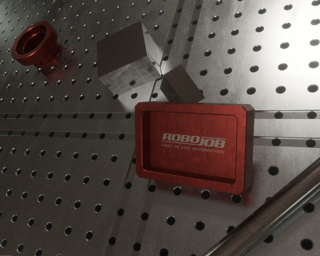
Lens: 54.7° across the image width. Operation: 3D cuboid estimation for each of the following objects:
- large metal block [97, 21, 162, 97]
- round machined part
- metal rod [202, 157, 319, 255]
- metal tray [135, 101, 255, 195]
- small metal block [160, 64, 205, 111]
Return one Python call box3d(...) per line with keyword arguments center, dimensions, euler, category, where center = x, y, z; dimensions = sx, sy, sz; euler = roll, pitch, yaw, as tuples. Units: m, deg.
box3d(center=(-0.049, -0.107, 0.482), dimensions=(0.080, 0.050, 0.080), euler=(-21, 54, 15), category="large metal block")
box3d(center=(-0.245, -0.163, 0.623), dimensions=(0.098, 0.042, 0.098), euler=(-13, 56, 20), category="round machined part")
box3d(center=(0.075, 0.112, 0.299), dimensions=(0.300, 0.025, 0.025), euler=(-40, 51, 0), category="metal rod")
box3d(center=(0.034, 0.017, 0.345), dimensions=(0.130, 0.030, 0.089), euler=(4, 99, 30), category="metal tray")
box3d(center=(0.027, -0.044, 0.390), dimensions=(0.025, 0.050, 0.050), euler=(-33, 83, -11), category="small metal block")
